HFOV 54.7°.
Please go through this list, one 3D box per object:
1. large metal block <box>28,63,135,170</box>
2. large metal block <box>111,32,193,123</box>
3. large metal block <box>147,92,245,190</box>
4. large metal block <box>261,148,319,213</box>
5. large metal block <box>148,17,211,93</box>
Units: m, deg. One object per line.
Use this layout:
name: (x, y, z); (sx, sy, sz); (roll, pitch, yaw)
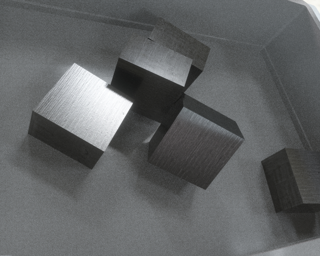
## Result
large metal block: (-0.087, -0.013, 0.352); (0.080, 0.050, 0.080); (31, 51, -8)
large metal block: (-0.015, -0.061, 0.395); (0.080, 0.080, 0.050); (24, 53, -6)
large metal block: (0.041, 0.016, 0.375); (0.080, 0.080, 0.050); (28, 22, -12)
large metal block: (0.207, 0.079, 0.456); (0.081, 0.050, 0.080); (7, 59, -25)
large metal block: (0.011, -0.092, 0.434); (0.080, 0.080, 0.050); (29, 52, -10)
